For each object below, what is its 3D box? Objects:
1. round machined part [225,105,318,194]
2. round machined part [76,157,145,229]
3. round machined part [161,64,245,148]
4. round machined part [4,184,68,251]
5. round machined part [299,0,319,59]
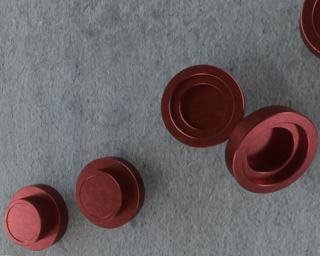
[{"bbox_3d":[0.117,0.020,0.341,0.099,0.042,0.097,-6,116,-13],"label":"round machined part"},{"bbox_3d":[-0.074,0.090,0.425,0.098,0.042,0.097,0,90,19],"label":"round machined part"},{"bbox_3d":[0.054,-0.026,0.380,0.098,0.042,0.097,0,90,19],"label":"round machined part"},{"bbox_3d":[-0.192,0.137,0.466,0.098,0.042,0.097,0,90,19],"label":"round machined part"},{"bbox_3d":[0.202,-0.115,0.329,0.098,0.042,0.097,0,90,19],"label":"round machined part"}]
